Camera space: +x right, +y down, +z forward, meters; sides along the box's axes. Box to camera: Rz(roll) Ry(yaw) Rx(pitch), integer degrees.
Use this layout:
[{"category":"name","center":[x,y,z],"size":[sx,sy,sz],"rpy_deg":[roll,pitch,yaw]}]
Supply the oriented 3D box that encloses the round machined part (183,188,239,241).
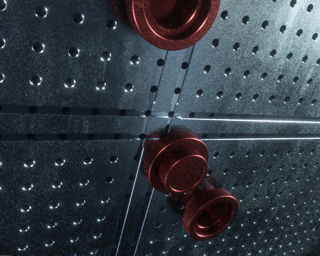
[{"category":"round machined part","center":[0.082,0.142,0.532],"size":[0.099,0.042,0.097],"rpy_deg":[-14,124,-21]}]

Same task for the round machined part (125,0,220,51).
[{"category":"round machined part","center":[0.010,-0.134,0.322],"size":[0.099,0.042,0.097],"rpy_deg":[-14,124,-21]}]

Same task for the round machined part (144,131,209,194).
[{"category":"round machined part","center":[0.030,0.057,0.451],"size":[0.099,0.042,0.097],"rpy_deg":[-14,124,-21]}]
